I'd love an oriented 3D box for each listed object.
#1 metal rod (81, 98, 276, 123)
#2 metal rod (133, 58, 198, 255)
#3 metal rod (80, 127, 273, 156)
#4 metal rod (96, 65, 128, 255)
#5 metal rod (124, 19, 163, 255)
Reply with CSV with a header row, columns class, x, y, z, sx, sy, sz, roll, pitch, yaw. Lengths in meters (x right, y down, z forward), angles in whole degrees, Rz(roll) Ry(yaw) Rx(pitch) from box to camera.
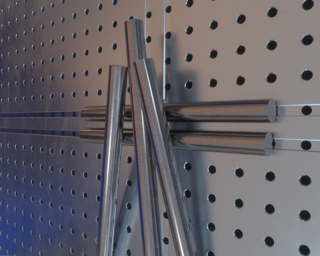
class,x,y,z,sx,sy,sz,roll,pitch,yaw
metal rod,-0.002,-0.020,0.410,0.300,0.025,0.025,1,91,39
metal rod,0.012,0.065,0.373,0.025,0.025,0.298,-14,89,39
metal rod,-0.005,0.014,0.412,0.300,0.025,0.025,1,91,39
metal rod,-0.070,0.062,0.441,0.025,0.025,0.298,18,108,38
metal rod,-0.021,0.011,0.393,0.025,0.025,0.298,-8,85,39
